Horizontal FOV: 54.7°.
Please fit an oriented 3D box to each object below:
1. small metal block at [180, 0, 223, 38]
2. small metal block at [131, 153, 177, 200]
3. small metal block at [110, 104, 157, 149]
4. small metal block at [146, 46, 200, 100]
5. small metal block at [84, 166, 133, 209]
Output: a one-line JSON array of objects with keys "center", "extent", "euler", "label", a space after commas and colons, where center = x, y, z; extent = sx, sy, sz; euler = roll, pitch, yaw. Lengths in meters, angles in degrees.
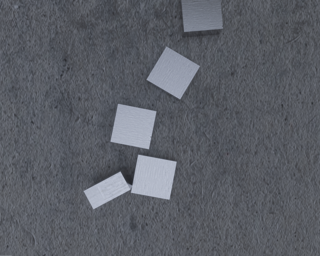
[{"center": [0.054, -0.150, 0.410], "extent": [0.050, 0.025, 0.050], "euler": [-5, 90, 0], "label": "small metal block"}, {"center": [-0.008, 0.063, 0.410], "extent": [0.050, 0.025, 0.050], "euler": [11, 90, -1], "label": "small metal block"}, {"center": [-0.034, -0.002, 0.410], "extent": [0.050, 0.025, 0.050], "euler": [11, 90, 0], "label": "small metal block"}, {"center": [0.017, -0.071, 0.410], "extent": [0.050, 0.025, 0.050], "euler": [31, 90, 0], "label": "small metal block"}, {"center": [-0.063, 0.075, 0.397], "extent": [0.050, 0.050, 0.025], "euler": [-28, 90, 0], "label": "small metal block"}]
